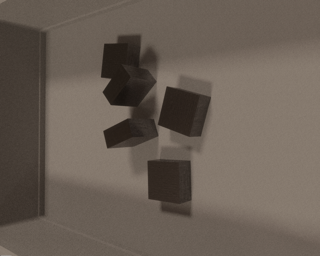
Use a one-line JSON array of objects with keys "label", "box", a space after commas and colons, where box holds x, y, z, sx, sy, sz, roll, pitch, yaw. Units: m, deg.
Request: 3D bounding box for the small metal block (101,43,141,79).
[{"label": "small metal block", "box": [-0.058, -0.096, 0.452, 0.050, 0.025, 0.050, 11, 97, 39]}]

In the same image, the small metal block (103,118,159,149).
[{"label": "small metal block", "box": [-0.039, 0.008, 0.421, 0.050, 0.050, 0.025, -24, 75, 37]}]

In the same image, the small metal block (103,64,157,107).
[{"label": "small metal block", "box": [-0.041, -0.056, 0.422, 0.050, 0.050, 0.025, -49, 61, 28]}]

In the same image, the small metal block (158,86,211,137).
[{"label": "small metal block", "box": [0.029, -0.021, 0.381, 0.050, 0.025, 0.050, 21, 103, 37]}]

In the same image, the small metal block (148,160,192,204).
[{"label": "small metal block", "box": [0.012, 0.067, 0.395, 0.050, 0.025, 0.050, -2, 89, 39]}]
